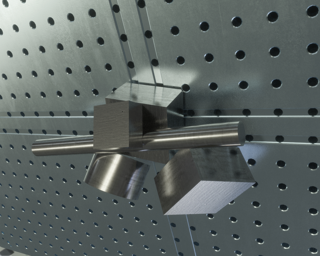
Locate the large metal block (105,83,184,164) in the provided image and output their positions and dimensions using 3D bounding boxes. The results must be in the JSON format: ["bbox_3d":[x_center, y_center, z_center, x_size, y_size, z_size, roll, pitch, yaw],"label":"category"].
[{"bbox_3d":[-0.017,-0.007,0.394,0.080,0.050,0.079,10,123,22],"label":"large metal block"}]

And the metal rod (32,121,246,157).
[{"bbox_3d":[-0.049,0.017,0.378,0.300,0.025,0.025,-5,116,31],"label":"metal rod"}]

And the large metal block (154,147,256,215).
[{"bbox_3d":[0.051,0.063,0.375,0.081,0.050,0.080,8,137,-31],"label":"large metal block"}]

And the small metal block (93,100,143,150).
[{"bbox_3d":[-0.048,-0.001,0.350,0.050,0.025,0.050,-6,81,31],"label":"small metal block"}]

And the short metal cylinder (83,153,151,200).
[{"bbox_3d":[-0.059,0.062,0.433,0.080,0.080,0.050,18,83,18],"label":"short metal cylinder"}]
